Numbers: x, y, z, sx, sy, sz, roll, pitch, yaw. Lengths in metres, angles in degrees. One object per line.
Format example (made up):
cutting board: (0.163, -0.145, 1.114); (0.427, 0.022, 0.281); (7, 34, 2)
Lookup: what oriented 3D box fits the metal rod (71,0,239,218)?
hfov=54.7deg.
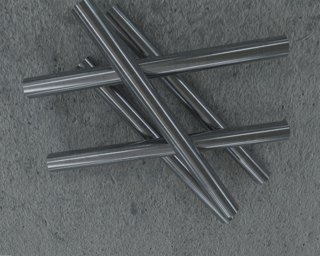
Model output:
metal rod: (0.006, -0.009, 0.355); (0.025, 0.025, 0.299); (-33, 107, 11)

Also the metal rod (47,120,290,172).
metal rod: (0.009, 0.024, 0.394); (0.302, 0.025, 0.025); (-8, 110, 2)

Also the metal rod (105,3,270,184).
metal rod: (0.043, -0.033, 0.399); (0.025, 0.025, 0.300); (-41, 106, 13)

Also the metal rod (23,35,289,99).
metal rod: (-0.007, -0.070, 0.359); (0.302, 0.025, 0.025); (-9, 110, 2)

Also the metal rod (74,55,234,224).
metal rod: (0.002, 0.026, 0.420); (0.025, 0.025, 0.300); (-39, 106, 13)
